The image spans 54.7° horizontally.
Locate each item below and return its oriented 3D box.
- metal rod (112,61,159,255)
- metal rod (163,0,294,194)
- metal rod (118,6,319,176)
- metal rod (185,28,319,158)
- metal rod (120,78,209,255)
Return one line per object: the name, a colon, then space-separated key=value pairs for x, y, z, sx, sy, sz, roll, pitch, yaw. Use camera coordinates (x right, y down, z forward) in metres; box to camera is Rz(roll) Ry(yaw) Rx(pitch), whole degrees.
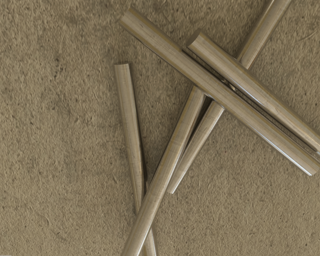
metal rod: x=-0.030 y=0.059 z=0.431 sx=0.025 sy=0.025 sz=0.298 roll=-6 pitch=110 yaw=2
metal rod: x=0.080 y=-0.039 z=0.395 sx=0.025 sy=0.025 sz=0.298 roll=26 pitch=108 yaw=-9
metal rod: x=0.080 y=-0.035 z=0.369 sx=0.301 sy=0.025 sz=0.025 roll=36 pitch=106 yaw=-13
metal rod: x=0.153 y=-0.017 z=0.386 sx=0.301 sy=0.025 sz=0.025 roll=35 pitch=107 yaw=-19
metal rod: x=0.002 y=0.069 z=0.415 sx=0.025 sy=0.025 sz=0.298 roll=20 pitch=101 yaw=-8
